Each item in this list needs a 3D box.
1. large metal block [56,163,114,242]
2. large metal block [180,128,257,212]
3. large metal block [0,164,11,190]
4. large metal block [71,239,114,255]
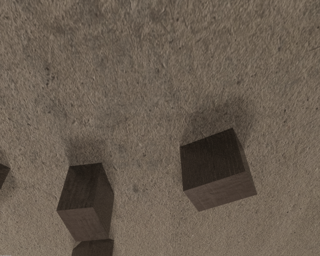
[{"bbox_3d":[-0.107,0.111,0.464,0.050,0.080,0.080,-7,130,5],"label":"large metal block"},{"bbox_3d":[0.076,0.056,0.420,0.080,0.080,0.050,-22,127,17],"label":"large metal block"},{"bbox_3d":[-0.285,0.080,0.455,0.080,0.050,0.080,35,122,-26],"label":"large metal block"},{"bbox_3d":[-0.134,0.261,0.592,0.050,0.080,0.080,29,124,-23],"label":"large metal block"}]
